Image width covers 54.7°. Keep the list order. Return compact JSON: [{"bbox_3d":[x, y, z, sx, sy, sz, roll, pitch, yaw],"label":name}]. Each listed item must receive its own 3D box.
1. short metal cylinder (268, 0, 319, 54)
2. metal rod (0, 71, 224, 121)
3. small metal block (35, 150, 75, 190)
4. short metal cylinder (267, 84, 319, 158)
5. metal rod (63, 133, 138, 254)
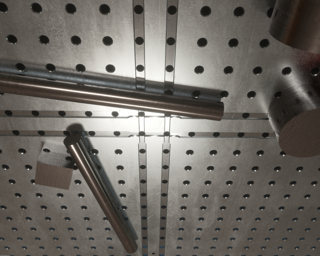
[{"bbox_3d":[0.147,-0.109,0.285,0.081,0.080,0.050,3,130,-3],"label":"short metal cylinder"},{"bbox_3d":[-0.071,-0.040,0.376,0.302,0.025,0.025,7,130,-7],"label":"metal rod"},{"bbox_3d":[-0.156,0.063,0.463,0.050,0.025,0.050,13,129,-12],"label":"small metal block"},{"bbox_3d":[0.184,-0.008,0.391,0.081,0.050,0.079,0,130,0],"label":"short metal cylinder"},{"bbox_3d":[-0.088,0.126,0.517,0.025,0.025,0.298,-10,130,8],"label":"metal rod"}]
